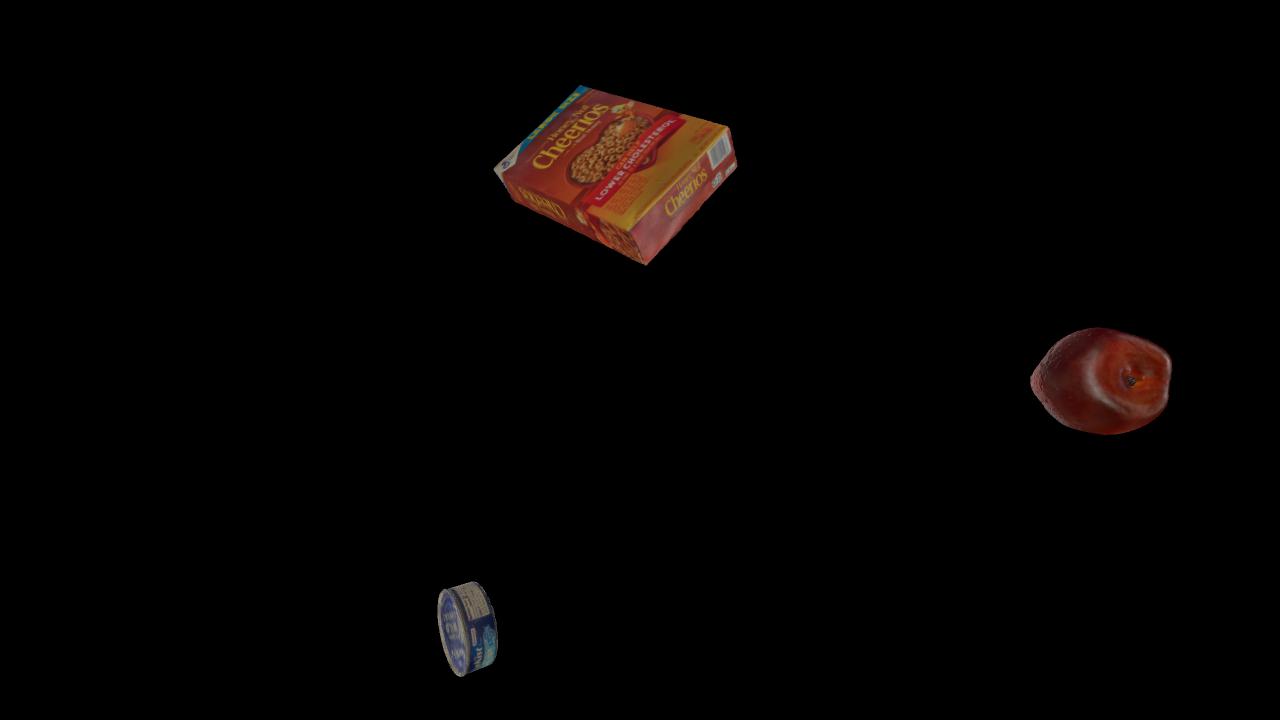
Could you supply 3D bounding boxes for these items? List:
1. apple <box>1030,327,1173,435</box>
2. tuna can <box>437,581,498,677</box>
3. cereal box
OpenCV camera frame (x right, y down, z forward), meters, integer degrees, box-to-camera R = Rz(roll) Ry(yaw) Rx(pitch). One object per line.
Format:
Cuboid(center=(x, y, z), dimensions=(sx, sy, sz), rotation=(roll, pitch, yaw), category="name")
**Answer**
Cuboid(center=(0.334, 0.016, 0.451), dimensions=(0.079, 0.079, 0.093), rotation=(0, -6, 7), category="apple")
Cuboid(center=(-0.174, 0.268, 0.617), dimensions=(0.034, 0.084, 0.084), rotation=(-5, 3, -36), category="tuna can")
Cuboid(center=(-0.044, -0.275, 0.877), dimensions=(0.306, 0.203, 0.081), rotation=(33, -16, 35), category="cereal box")
